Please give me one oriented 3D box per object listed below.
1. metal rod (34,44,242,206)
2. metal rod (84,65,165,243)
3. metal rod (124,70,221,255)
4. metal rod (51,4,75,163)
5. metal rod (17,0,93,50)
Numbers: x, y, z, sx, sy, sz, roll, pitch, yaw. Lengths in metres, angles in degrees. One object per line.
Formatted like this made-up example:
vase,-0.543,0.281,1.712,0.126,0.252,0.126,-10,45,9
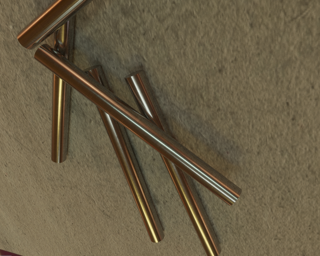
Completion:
metal rod,-0.029,-0.006,0.383,0.300,0.025,0.025,37,129,3
metal rod,-0.047,0.053,0.462,0.025,0.025,0.298,-4,117,30
metal rod,0.025,0.062,0.430,0.025,0.025,0.299,-11,113,32
metal rod,-0.139,-0.065,0.437,0.025,0.025,0.298,25,127,12
metal rod,-0.047,-0.162,0.309,0.300,0.025,0.025,-24,106,30
